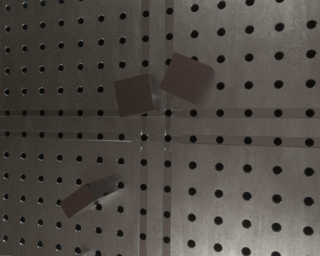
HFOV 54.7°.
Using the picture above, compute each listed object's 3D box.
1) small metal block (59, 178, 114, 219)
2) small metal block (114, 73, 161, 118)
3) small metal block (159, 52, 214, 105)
[{"bbox_3d":[-0.102,0.097,0.434,0.050,0.050,0.025,-37,79,16],"label":"small metal block"},{"bbox_3d":[-0.031,-0.043,0.423,0.050,0.025,0.050,-11,86,19],"label":"small metal block"},{"bbox_3d":[0.034,-0.064,0.400,0.050,0.025,0.050,27,99,17],"label":"small metal block"}]
